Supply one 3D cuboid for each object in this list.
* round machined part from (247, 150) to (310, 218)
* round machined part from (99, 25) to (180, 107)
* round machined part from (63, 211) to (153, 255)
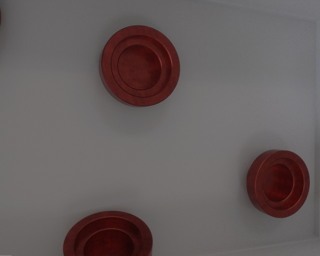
[{"bbox_3d":[0.171,0.081,0.464,0.099,0.042,0.097,0,90,-20],"label":"round machined part"},{"bbox_3d":[-0.028,-0.075,0.391,0.099,0.042,0.097,0,90,-20],"label":"round machined part"},{"bbox_3d":[-0.058,0.144,0.356,0.099,0.098,0.042,-7,118,-20],"label":"round machined part"}]
